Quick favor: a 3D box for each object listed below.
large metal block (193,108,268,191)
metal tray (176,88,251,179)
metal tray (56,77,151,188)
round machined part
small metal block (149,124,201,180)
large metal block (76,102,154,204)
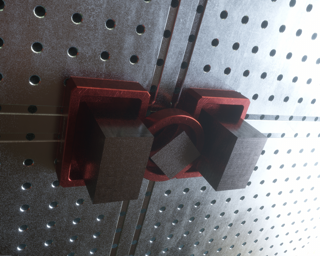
[{"bbox_3d":[0.087,0.028,0.422,0.050,0.080,0.079,1,118,-29],"label":"large metal block"},{"bbox_3d":[0.068,0.010,0.450,0.091,0.030,0.129,0,118,-28],"label":"metal tray"},{"bbox_3d":[-0.071,0.008,0.373,0.091,0.030,0.129,1,118,-29],"label":"metal tray"},{"bbox_3d":[0.005,0.018,0.402,0.099,0.042,0.097,-14,124,-21],"label":"round machined part"},{"bbox_3d":[0.015,0.028,0.384,0.050,0.025,0.050,-39,129,-2],"label":"small metal block"},{"bbox_3d":[-0.054,0.025,0.344,0.050,0.080,0.079,1,118,-29],"label":"large metal block"}]
